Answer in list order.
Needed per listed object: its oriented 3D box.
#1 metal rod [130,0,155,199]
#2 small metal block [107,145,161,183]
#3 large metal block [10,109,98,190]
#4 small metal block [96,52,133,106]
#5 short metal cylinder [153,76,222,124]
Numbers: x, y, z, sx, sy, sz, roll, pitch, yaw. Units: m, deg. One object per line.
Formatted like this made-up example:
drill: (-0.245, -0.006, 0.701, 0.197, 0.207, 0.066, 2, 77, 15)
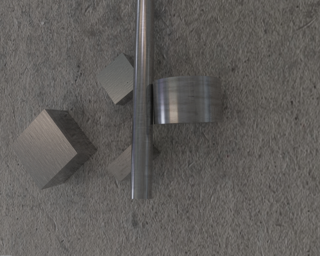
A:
metal rod: (-0.020, -0.065, 0.384, 0.025, 0.025, 0.299, -4, 77, 20)
small metal block: (-0.033, 0.042, 0.407, 0.050, 0.050, 0.025, -44, 77, 15)
large metal block: (-0.153, 0.030, 0.450, 0.080, 0.050, 0.080, -43, 77, 15)
small metal block: (-0.051, -0.066, 0.427, 0.050, 0.025, 0.050, -38, 78, 16)
short metal cylinder: (0.032, -0.030, 0.368, 0.080, 0.080, 0.050, -2, 90, 20)
